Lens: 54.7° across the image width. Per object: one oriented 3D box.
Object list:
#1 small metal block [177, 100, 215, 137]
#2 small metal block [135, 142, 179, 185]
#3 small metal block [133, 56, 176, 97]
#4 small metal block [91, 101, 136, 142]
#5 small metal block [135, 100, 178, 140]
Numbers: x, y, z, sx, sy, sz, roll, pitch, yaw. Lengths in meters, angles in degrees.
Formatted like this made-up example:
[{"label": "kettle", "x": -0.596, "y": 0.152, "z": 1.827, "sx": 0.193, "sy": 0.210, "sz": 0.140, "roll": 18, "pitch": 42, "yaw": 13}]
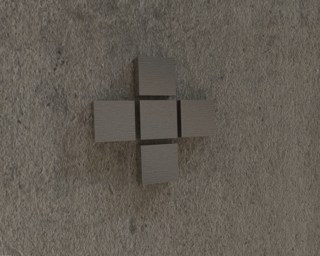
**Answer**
[{"label": "small metal block", "x": 0.047, "y": -0.013, "z": 0.429, "sx": 0.050, "sy": 0.025, "sz": 0.050, "roll": -2, "pitch": 91, "yaw": -20}, {"label": "small metal block", "x": -0.004, "y": 0.046, "z": 0.410, "sx": 0.050, "sy": 0.025, "sz": 0.050, "roll": -2, "pitch": 91, "yaw": -20}, {"label": "small metal block", "x": -0.007, "y": -0.067, "z": 0.408, "sx": 0.050, "sy": 0.025, "sz": 0.050, "roll": -2, "pitch": 91, "yaw": -20}, {"label": "small metal block", "x": -0.059, "y": -0.009, "z": 0.389, "sx": 0.050, "sy": 0.025, "sz": 0.050, "roll": -2, "pitch": 91, "yaw": -20}, {"label": "small metal block", "x": -0.006, "y": -0.011, "z": 0.409, "sx": 0.050, "sy": 0.025, "sz": 0.050, "roll": -2, "pitch": 91, "yaw": -20}]
